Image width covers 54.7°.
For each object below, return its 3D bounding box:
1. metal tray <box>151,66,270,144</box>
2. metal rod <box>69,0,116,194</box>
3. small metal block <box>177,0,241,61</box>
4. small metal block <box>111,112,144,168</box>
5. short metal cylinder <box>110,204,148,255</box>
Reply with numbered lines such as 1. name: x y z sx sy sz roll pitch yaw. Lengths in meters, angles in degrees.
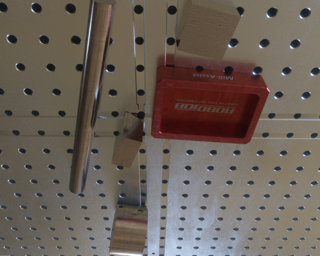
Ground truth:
1. metal tray: 0.057 -0.026 0.387 0.131 0.030 0.089 4 130 -4
2. metal rod: -0.093 -0.016 0.396 0.025 0.025 0.298 11 129 -10
3. small metal block: 0.049 -0.104 0.324 0.050 0.025 0.050 11 129 -10
4. small metal block: -0.042 0.016 0.408 0.025 0.050 0.050 16 128 -14
5. short metal cylinder: -0.053 0.171 0.520 0.050 0.080 0.079 10 129 -9
